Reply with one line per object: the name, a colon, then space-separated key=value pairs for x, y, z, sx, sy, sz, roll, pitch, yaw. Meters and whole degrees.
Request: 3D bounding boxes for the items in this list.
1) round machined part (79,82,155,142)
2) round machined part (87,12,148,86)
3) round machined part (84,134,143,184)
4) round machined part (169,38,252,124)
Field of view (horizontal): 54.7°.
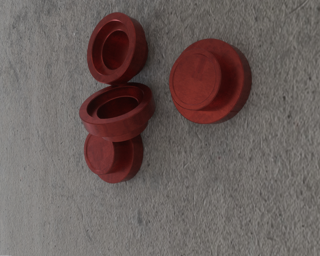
round machined part: x=-0.053 y=-0.018 z=0.414 sx=0.098 sy=0.099 sz=0.042 roll=19 pitch=138 yaw=38
round machined part: x=-0.056 y=-0.107 z=0.437 sx=0.098 sy=0.042 sz=0.097 roll=-4 pitch=83 yaw=39
round machined part: x=-0.075 y=0.033 z=0.456 sx=0.098 sy=0.042 sz=0.097 roll=0 pitch=90 yaw=40
round machined part: x=0.049 y=-0.053 z=0.353 sx=0.098 sy=0.042 sz=0.097 roll=0 pitch=90 yaw=40
